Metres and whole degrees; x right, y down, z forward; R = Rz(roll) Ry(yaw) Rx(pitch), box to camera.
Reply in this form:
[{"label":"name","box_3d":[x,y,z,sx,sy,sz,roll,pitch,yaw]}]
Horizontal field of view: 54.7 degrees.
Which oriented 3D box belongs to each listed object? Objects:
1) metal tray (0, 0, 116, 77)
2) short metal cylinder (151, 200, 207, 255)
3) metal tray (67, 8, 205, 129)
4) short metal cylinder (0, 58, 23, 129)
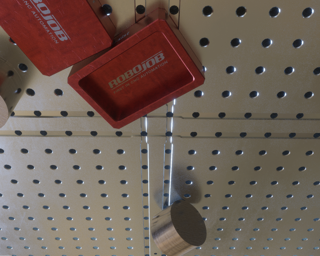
[{"label":"metal tray","box_3d":[-0.115,-0.123,0.302,0.090,0.030,0.130,-21,127,17]},{"label":"short metal cylinder","box_3d":[0.032,0.169,0.519,0.080,0.080,0.050,32,123,-25]},{"label":"metal tray","box_3d":[-0.027,-0.061,0.355,0.130,0.030,0.090,-27,125,21]},{"label":"short metal cylinder","box_3d":[-0.209,-0.041,0.358,0.081,0.050,0.079,0,131,0]}]
